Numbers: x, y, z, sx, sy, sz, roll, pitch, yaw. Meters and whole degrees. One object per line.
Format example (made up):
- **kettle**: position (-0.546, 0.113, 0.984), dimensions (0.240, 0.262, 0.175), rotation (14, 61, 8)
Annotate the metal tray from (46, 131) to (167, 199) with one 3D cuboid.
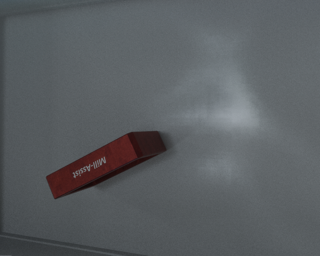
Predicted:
- **metal tray**: position (-0.066, 0.045, 0.398), dimensions (0.130, 0.090, 0.030), rotation (-27, 81, 17)
